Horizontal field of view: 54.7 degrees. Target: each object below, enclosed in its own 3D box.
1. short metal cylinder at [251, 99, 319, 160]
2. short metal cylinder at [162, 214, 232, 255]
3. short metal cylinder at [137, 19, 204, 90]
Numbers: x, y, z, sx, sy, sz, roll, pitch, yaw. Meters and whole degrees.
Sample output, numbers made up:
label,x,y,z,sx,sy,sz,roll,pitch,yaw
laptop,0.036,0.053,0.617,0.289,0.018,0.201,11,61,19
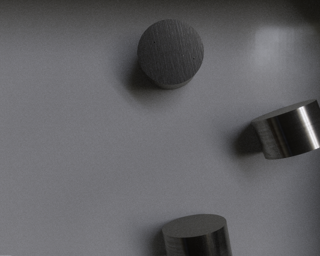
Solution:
label,x,y,z,sx,sy,sz,roll,pitch,yaw
short metal cylinder,0.162,0.001,0.386,0.080,0.080,0.050,-21,90,0
short metal cylinder,0.046,0.145,0.385,0.080,0.080,0.050,-10,90,0
short metal cylinder,0.013,-0.092,0.399,0.081,0.050,0.079,0,90,-1
